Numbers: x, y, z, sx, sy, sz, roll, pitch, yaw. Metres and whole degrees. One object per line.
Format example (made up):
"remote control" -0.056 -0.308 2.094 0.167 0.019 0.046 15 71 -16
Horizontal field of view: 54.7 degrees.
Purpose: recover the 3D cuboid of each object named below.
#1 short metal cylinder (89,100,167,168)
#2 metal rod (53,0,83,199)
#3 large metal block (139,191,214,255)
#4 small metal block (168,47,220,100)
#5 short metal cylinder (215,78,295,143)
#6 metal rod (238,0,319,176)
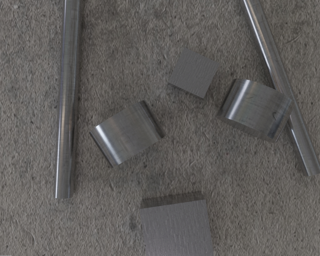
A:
"short metal cylinder" -0.039 0.007 0.382 0.080 0.080 0.050 -31 90 0
"metal rod" -0.120 -0.059 0.408 0.025 0.025 0.298 3 90 0
"large metal block" 0.021 0.131 0.398 0.080 0.050 0.080 -8 90 0
"small metal block" 0.044 -0.071 0.410 0.050 0.025 0.050 25 90 0
"short metal cylinder" 0.116 -0.021 0.384 0.080 0.080 0.050 25 90 0
"metal rod" 0.151 -0.081 0.411 0.025 0.025 0.299 -20 90 0
